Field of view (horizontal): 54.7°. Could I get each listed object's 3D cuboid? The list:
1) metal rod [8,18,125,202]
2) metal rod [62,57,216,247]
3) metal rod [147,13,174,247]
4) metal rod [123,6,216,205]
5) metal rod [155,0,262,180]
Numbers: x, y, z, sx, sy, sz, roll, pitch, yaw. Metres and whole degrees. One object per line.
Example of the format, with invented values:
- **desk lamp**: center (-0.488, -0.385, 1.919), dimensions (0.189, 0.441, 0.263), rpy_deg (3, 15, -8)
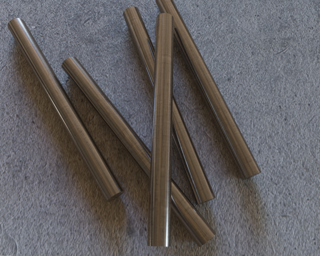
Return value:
- **metal rod**: center (-0.134, -0.035, 0.419), dimensions (0.025, 0.025, 0.299), rpy_deg (-31, 73, -11)
- **metal rod**: center (-0.037, 0.019, 0.400), dimensions (0.025, 0.025, 0.300), rpy_deg (-36, 74, -12)
- **metal rod**: center (0.003, -0.013, 0.385), dimensions (0.025, 0.025, 0.299), rpy_deg (2, 70, 0)
- **metal rod**: center (0.006, -0.043, 0.423), dimensions (0.025, 0.025, 0.299), rpy_deg (-18, 71, -7)
- **metal rod**: center (0.060, -0.071, 0.434), dimensions (0.025, 0.025, 0.299), rpy_deg (-20, 71, -7)
